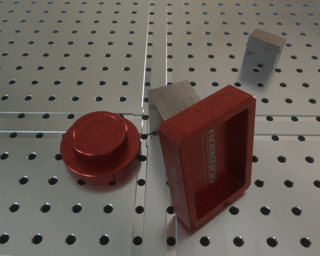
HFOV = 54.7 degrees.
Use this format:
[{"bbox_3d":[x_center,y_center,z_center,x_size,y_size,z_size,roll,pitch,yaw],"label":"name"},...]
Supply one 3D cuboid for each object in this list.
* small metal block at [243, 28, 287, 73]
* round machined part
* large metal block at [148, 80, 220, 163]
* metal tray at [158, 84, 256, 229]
[{"bbox_3d":[0.166,-0.124,0.497,0.050,0.050,0.025,30,56,22],"label":"small metal block"},{"bbox_3d":[-0.073,0.017,0.381,0.099,0.042,0.098,0,50,0],"label":"round machined part"},{"bbox_3d":[0.024,0.004,0.369,0.050,0.080,0.080,-17,52,-14],"label":"large metal block"},{"bbox_3d":[0.051,0.033,0.310,0.091,0.129,0.030,-30,43,-23],"label":"metal tray"}]
